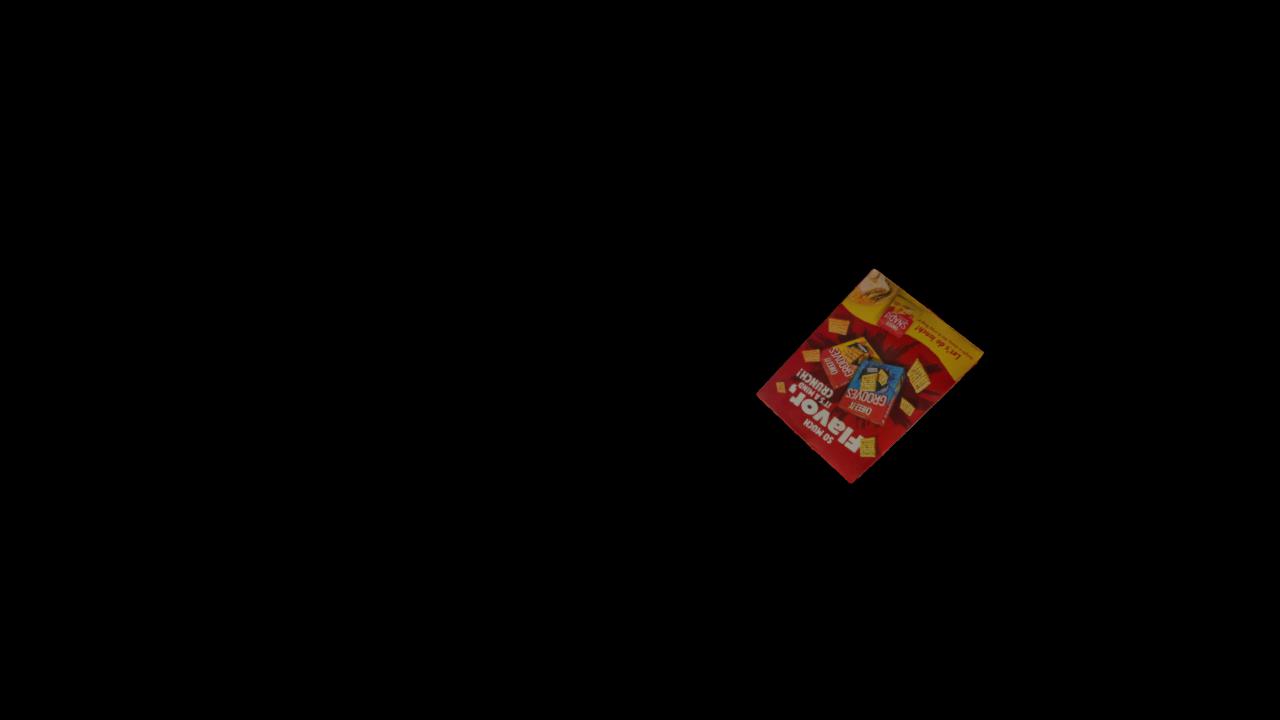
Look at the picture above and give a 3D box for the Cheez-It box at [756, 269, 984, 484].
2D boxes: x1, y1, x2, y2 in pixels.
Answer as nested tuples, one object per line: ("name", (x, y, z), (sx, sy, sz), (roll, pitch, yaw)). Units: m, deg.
("Cheez-It box", (0.286, 0.022, 0.785), (0.166, 0.223, 0.071), (45, 12, 20))
